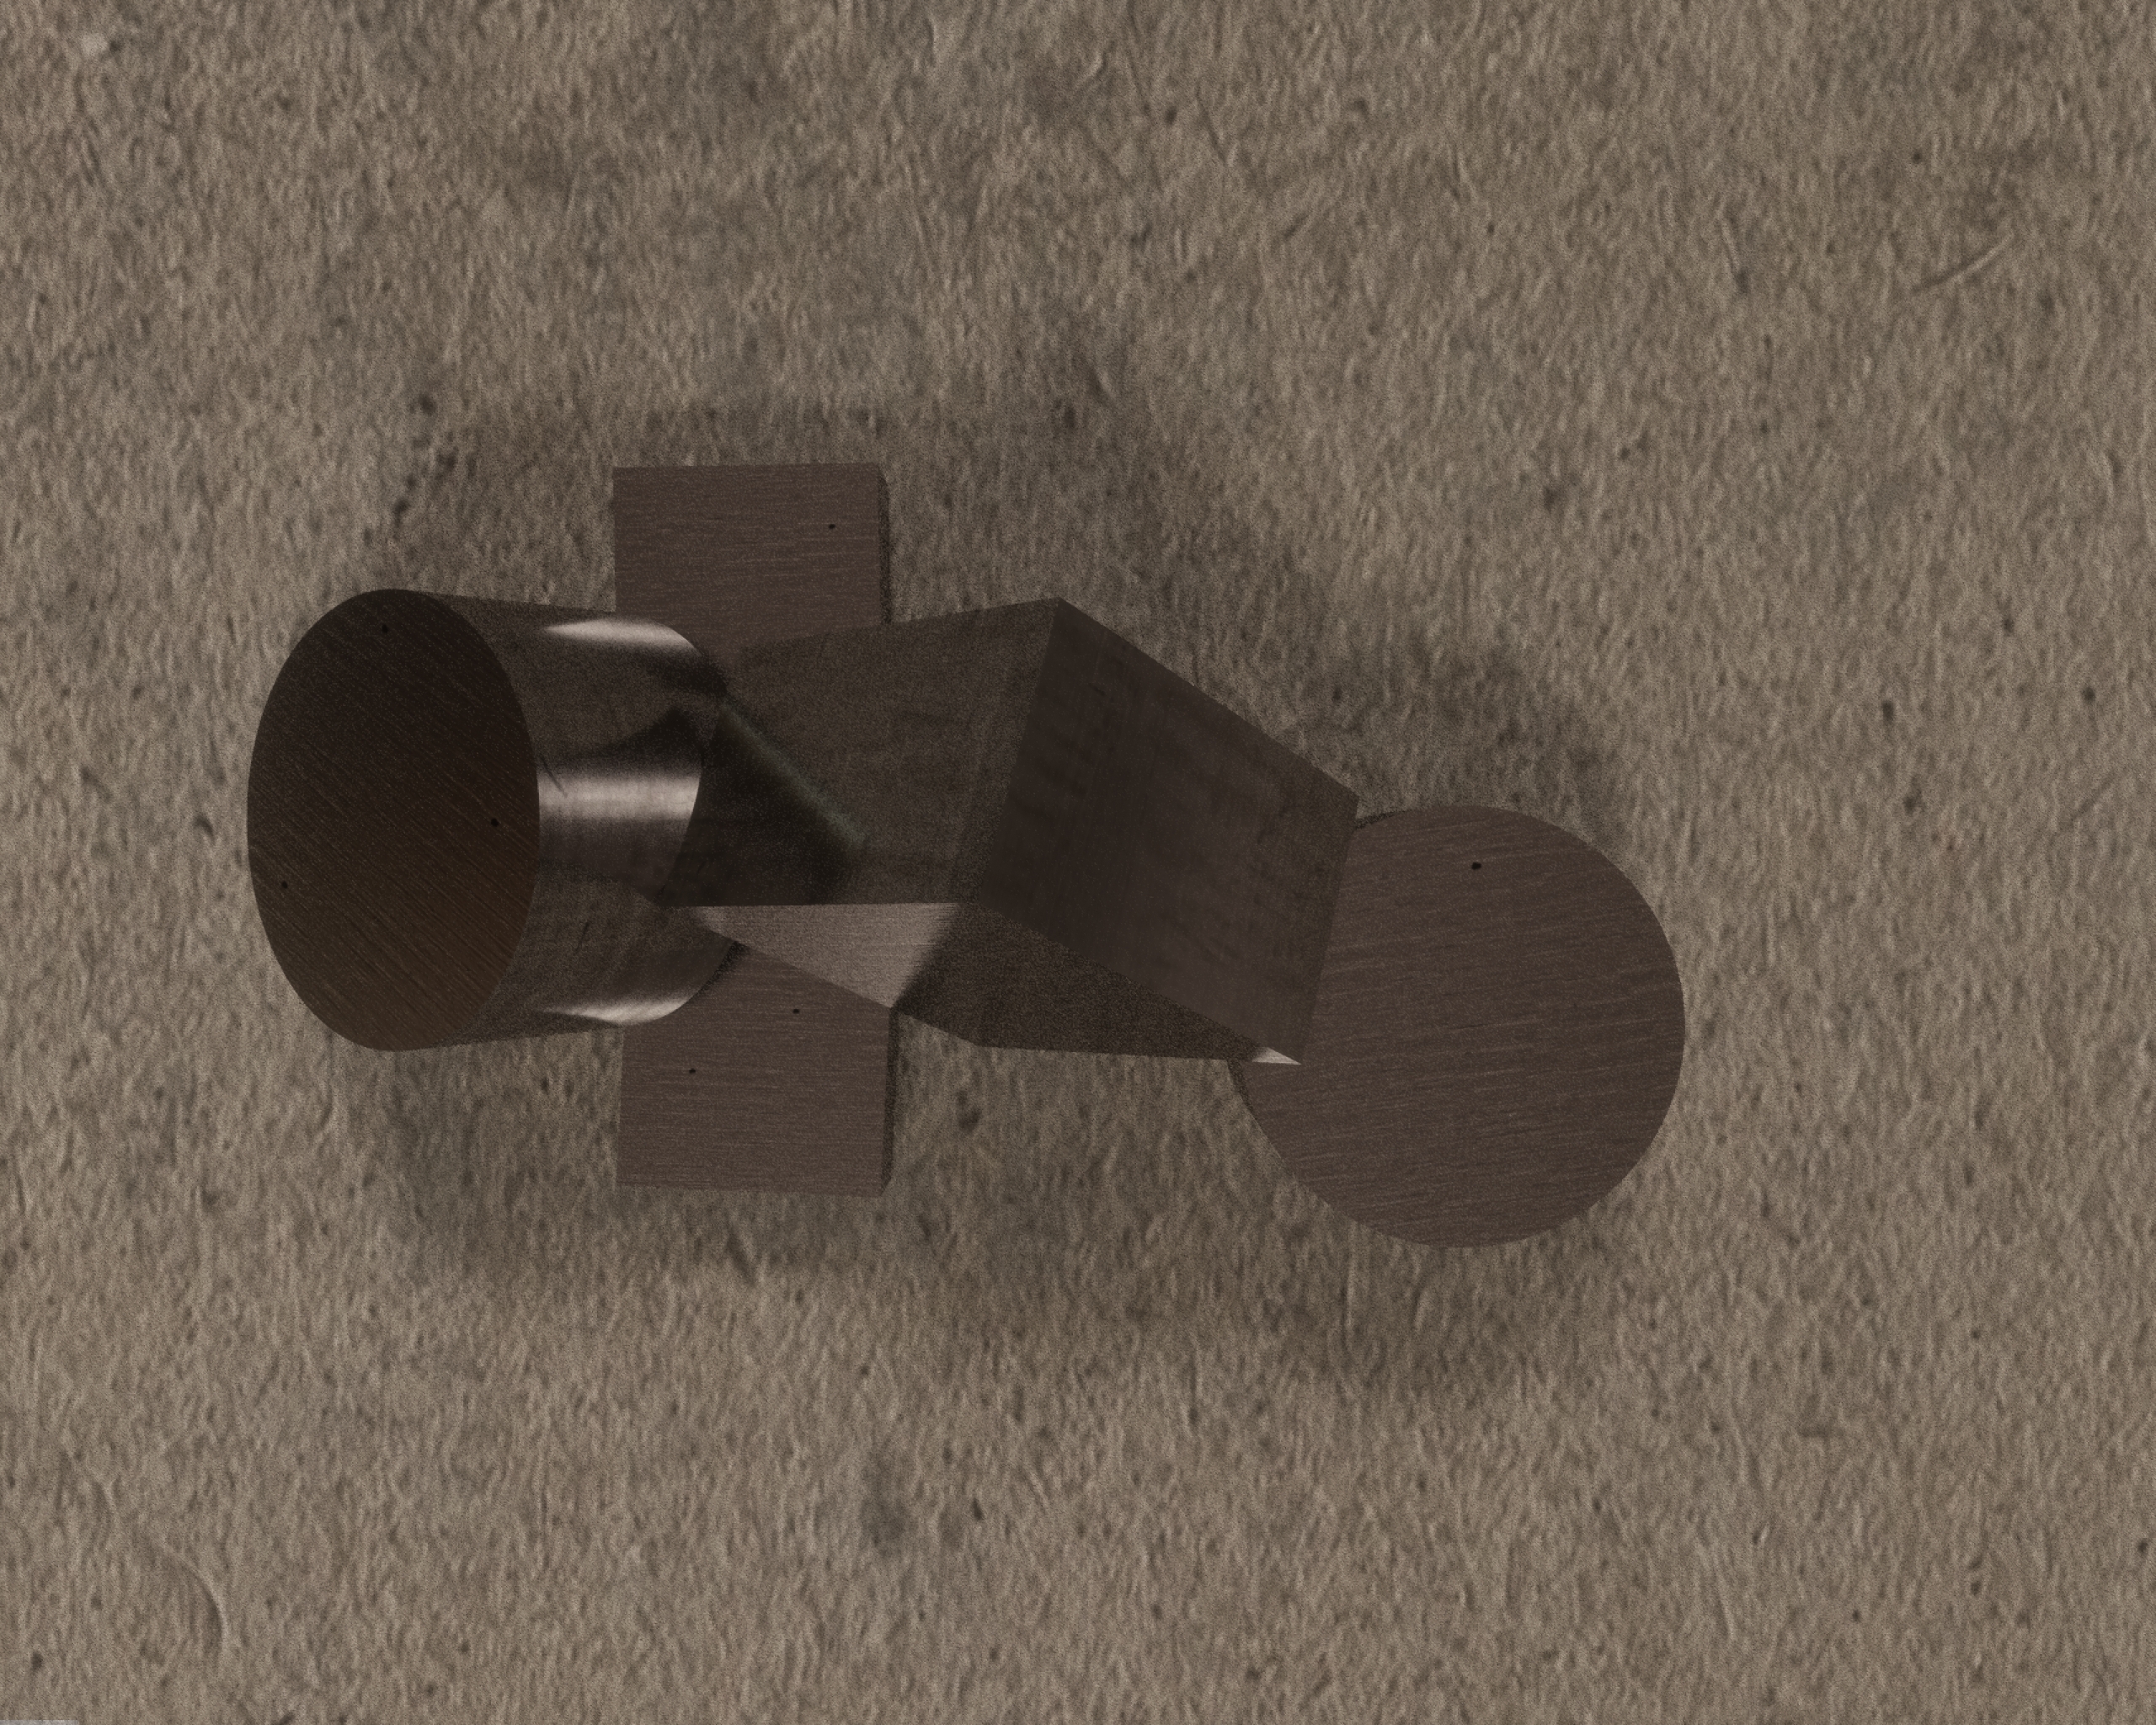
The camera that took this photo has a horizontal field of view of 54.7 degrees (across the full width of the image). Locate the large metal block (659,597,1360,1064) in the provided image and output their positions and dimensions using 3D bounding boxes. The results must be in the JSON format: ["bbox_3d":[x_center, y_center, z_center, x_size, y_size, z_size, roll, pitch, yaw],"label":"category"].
[{"bbox_3d":[-0.011,-0.002,0.365,0.080,0.080,0.050,29,68,-42],"label":"large metal block"}]

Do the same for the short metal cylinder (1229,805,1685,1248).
[{"bbox_3d":[0.069,0.029,0.400,0.081,0.050,0.079,0,90,-1],"label":"short metal cylinder"}]

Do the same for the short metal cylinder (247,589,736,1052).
[{"bbox_3d":[-0.105,-0.008,0.379,0.080,0.050,0.079,1,91,35],"label":"short metal cylinder"}]

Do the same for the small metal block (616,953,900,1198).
[{"bbox_3d":[-0.062,0.038,0.410,0.050,0.025,0.050,3,90,-1],"label":"small metal block"}]

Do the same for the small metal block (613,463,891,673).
[{"bbox_3d":[-0.063,-0.051,0.410,0.050,0.025,0.050,-1,90,-1],"label":"small metal block"}]
